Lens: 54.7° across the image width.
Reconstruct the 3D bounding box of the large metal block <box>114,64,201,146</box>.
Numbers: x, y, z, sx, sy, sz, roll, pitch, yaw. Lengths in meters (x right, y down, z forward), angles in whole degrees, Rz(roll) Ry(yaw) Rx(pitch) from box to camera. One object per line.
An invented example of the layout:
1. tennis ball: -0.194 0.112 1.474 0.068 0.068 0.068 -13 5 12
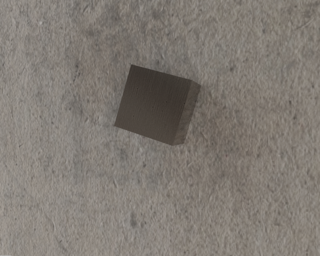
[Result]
1. large metal block: -0.002 -0.029 0.396 0.080 0.050 0.080 18 96 18
